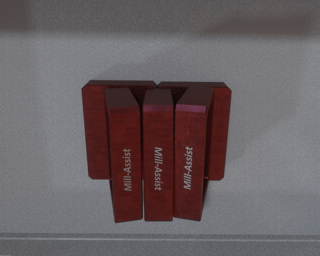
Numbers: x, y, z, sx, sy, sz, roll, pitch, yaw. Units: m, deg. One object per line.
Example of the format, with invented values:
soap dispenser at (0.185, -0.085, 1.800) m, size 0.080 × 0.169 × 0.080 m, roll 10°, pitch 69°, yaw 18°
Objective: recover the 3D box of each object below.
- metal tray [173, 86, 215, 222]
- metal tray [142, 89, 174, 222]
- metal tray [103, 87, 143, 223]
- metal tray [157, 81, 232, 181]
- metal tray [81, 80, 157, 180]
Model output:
metal tray at (0.039, 0.025, 0.350) m, size 0.030 × 0.090 × 0.129 m, roll 5°, pitch 111°, yaw 13°
metal tray at (-0.002, 0.027, 0.351) m, size 0.030 × 0.090 × 0.129 m, roll 0°, pitch 108°, yaw 0°
metal tray at (-0.042, 0.027, 0.349) m, size 0.030 × 0.090 × 0.129 m, roll -4°, pitch 111°, yaw -12°
metal tray at (0.041, 0.006, 0.409) m, size 0.091 × 0.030 × 0.129 m, roll 0°, pitch 110°, yaw -1°
metal tray at (-0.050, 0.004, 0.407) m, size 0.091 × 0.030 × 0.129 m, roll 0°, pitch 110°, yaw -1°
